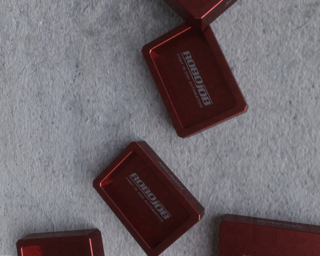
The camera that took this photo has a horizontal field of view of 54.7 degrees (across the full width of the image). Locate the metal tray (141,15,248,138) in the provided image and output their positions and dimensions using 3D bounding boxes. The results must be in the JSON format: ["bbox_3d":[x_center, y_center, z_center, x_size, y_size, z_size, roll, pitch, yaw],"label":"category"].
[{"bbox_3d":[0.043,-0.063,0.390,0.090,0.030,0.129,-25,82,17],"label":"metal tray"}]

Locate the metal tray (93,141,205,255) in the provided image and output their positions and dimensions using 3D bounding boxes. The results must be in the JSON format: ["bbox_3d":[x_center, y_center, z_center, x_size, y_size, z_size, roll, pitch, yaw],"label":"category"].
[{"bbox_3d":[-0.017,0.092,0.411,0.090,0.030,0.130,-45,77,14],"label":"metal tray"}]

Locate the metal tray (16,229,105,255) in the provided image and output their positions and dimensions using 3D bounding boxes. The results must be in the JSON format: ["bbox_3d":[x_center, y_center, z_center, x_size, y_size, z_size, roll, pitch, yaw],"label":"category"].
[{"bbox_3d":[-0.144,0.201,0.455,0.130,0.030,0.089,-10,87,19],"label":"metal tray"}]

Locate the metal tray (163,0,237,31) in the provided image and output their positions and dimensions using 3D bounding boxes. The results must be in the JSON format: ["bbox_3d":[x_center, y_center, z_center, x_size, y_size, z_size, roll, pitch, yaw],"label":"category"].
[{"bbox_3d":[0.063,-0.188,0.364,0.130,0.030,0.090,-41,77,-3],"label":"metal tray"}]

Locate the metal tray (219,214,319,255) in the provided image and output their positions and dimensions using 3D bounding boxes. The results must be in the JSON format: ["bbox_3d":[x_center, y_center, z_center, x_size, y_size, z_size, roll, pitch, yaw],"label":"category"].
[{"bbox_3d":[0.136,0.155,0.358,0.130,0.030,0.089,3,91,19],"label":"metal tray"}]
